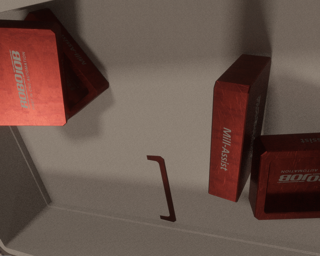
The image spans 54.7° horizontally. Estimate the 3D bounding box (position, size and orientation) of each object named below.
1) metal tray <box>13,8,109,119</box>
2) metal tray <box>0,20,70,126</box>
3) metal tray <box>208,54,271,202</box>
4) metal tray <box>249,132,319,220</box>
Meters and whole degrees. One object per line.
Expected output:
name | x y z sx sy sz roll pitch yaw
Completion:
metal tray | -0.143 -0.083 0.426 0.090 0.030 0.130 -31 102 37
metal tray | -0.166 -0.064 0.385 0.091 0.030 0.129 0 124 -7
metal tray | 0.082 -0.001 0.321 0.030 0.090 0.129 13 124 25
metal tray | 0.163 0.050 0.319 0.131 0.030 0.089 -3 120 3
